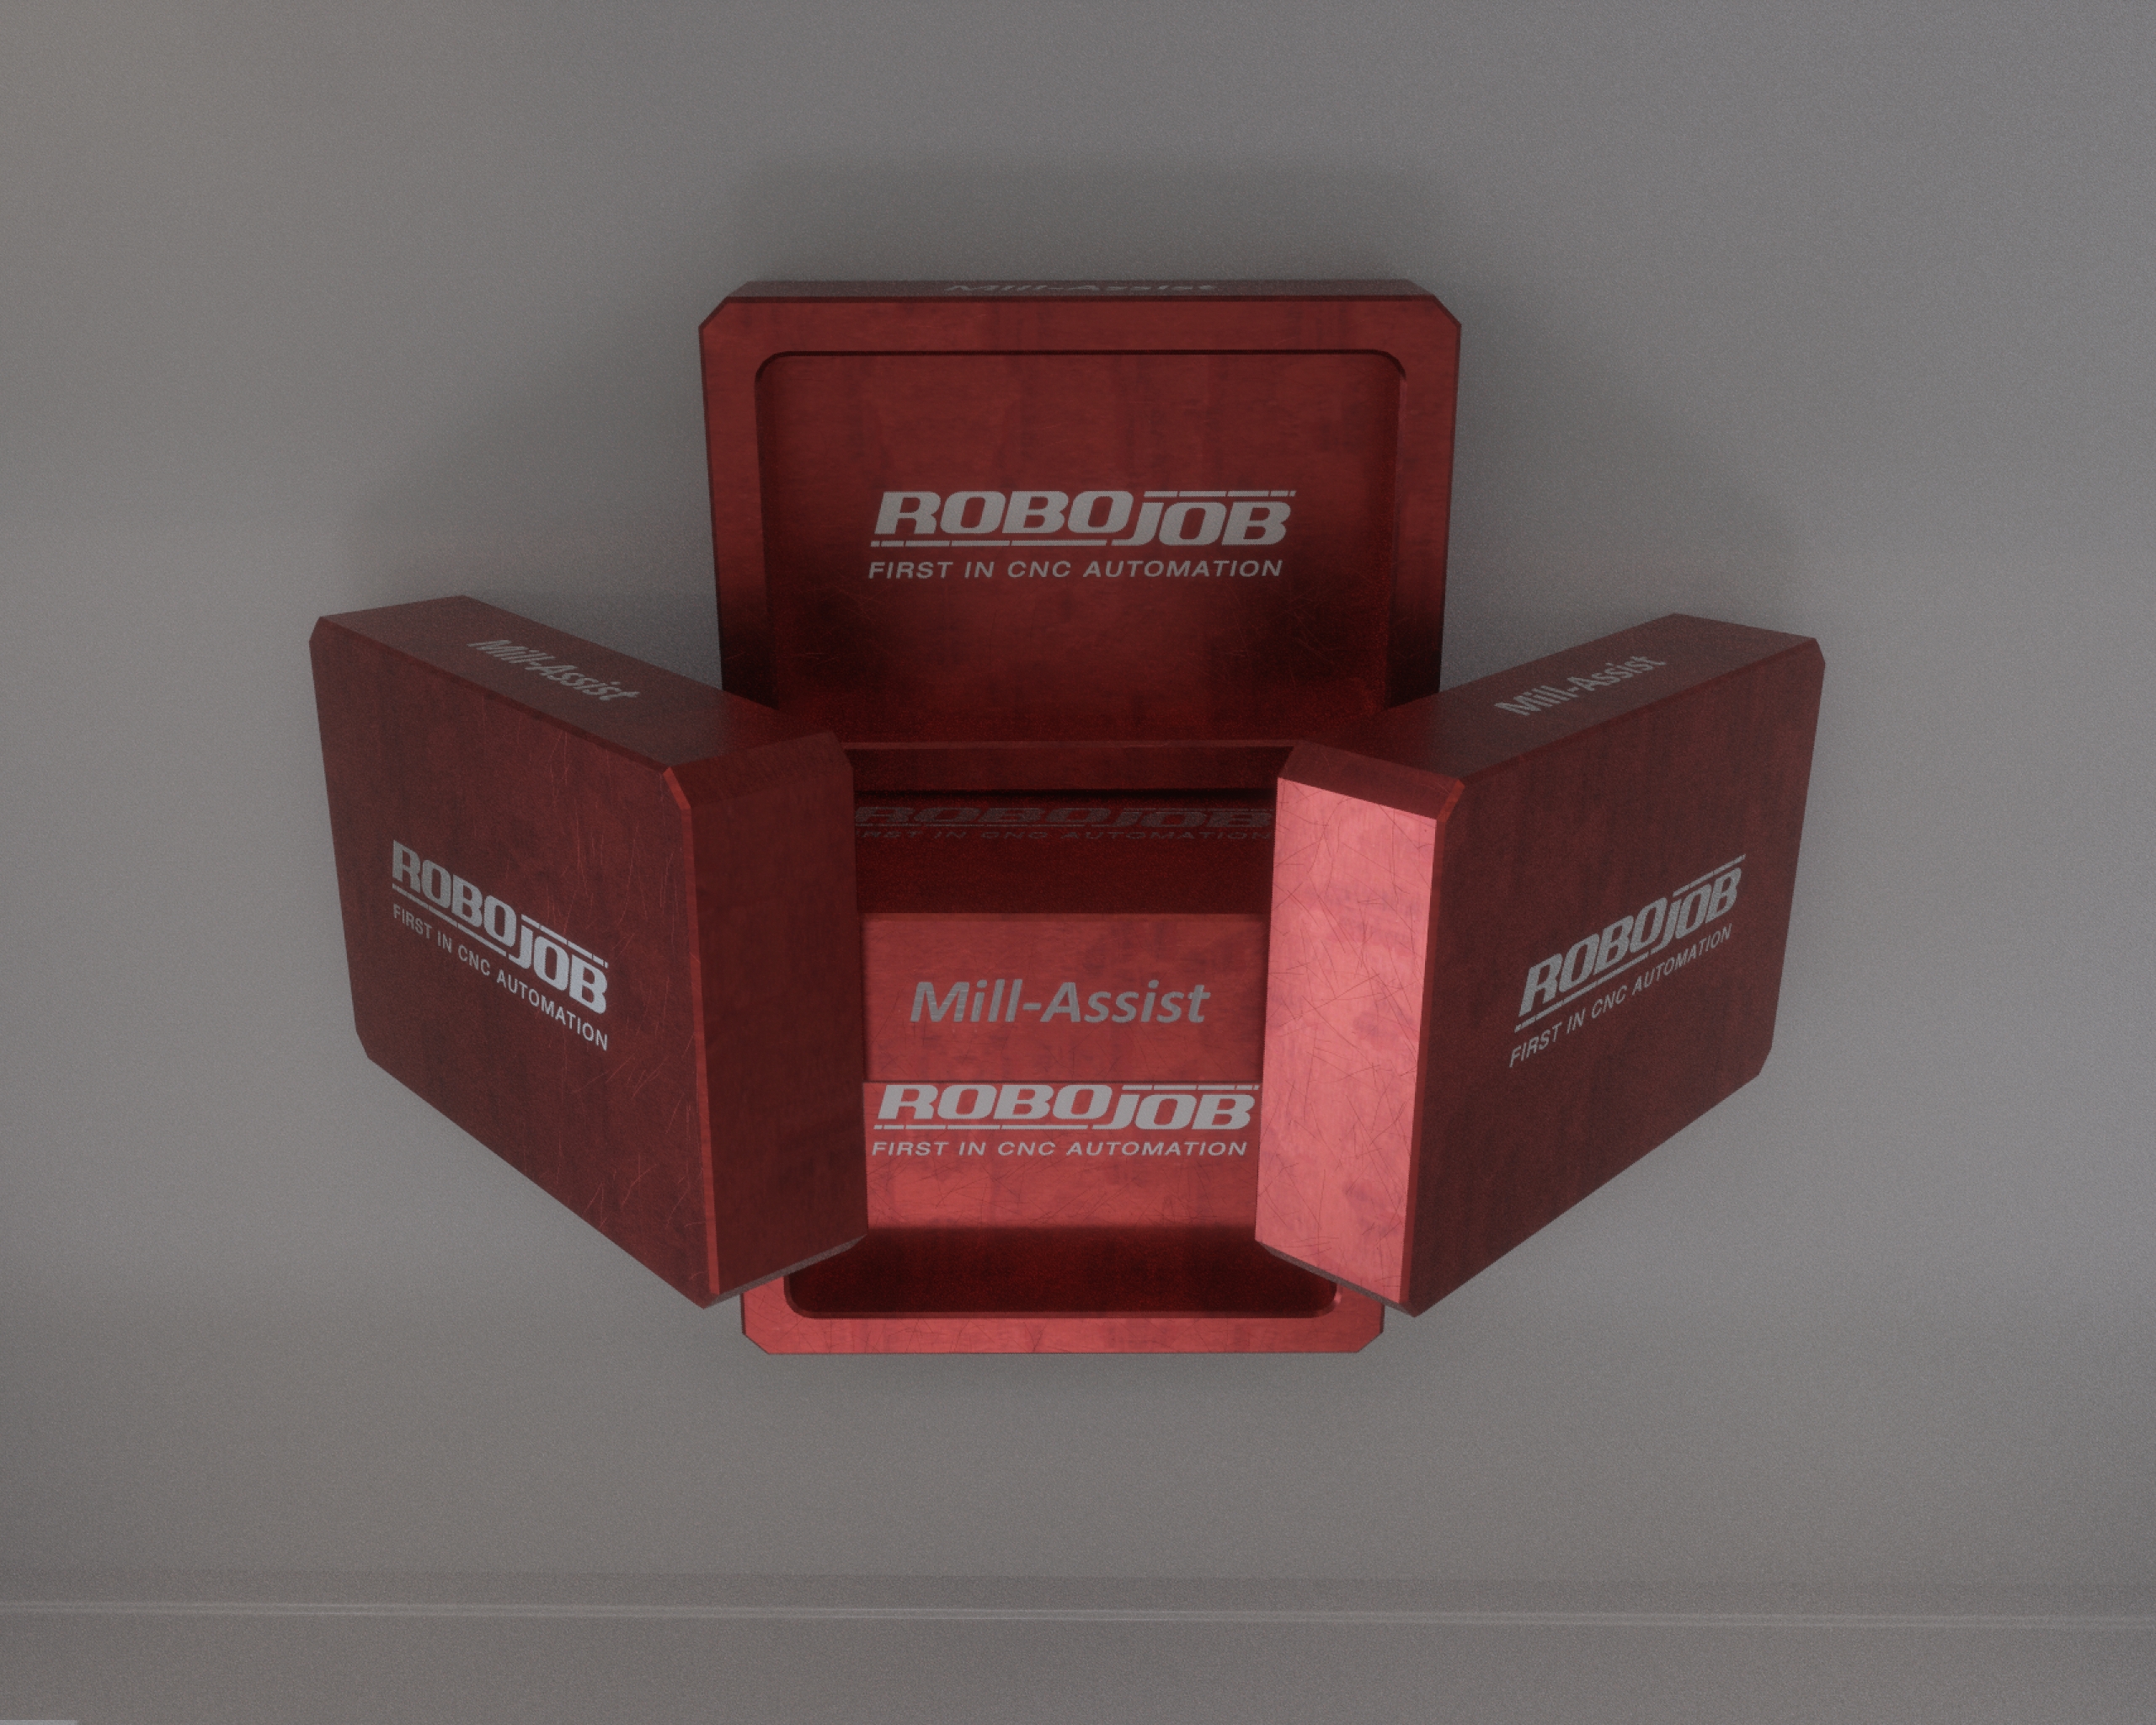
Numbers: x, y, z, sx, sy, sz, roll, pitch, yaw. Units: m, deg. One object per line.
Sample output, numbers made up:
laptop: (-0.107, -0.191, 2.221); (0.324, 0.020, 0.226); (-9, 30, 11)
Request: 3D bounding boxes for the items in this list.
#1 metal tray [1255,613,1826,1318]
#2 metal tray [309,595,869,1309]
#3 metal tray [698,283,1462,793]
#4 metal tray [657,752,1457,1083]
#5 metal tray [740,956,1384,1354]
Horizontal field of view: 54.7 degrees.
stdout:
metal tray: (0.084, 0.012, 0.365); (0.030, 0.131, 0.089); (18, 116, 39)
metal tray: (-0.088, 0.010, 0.363); (0.030, 0.130, 0.089); (-17, 116, -39)
metal tray: (0.001, -0.060, 0.384); (0.131, 0.030, 0.089); (0, 111, -1)
metal tray: (-0.004, 0.007, 0.377); (0.131, 0.090, 0.030); (0, 110, -1)
metal tray: (-0.003, 0.054, 0.425); (0.131, 0.030, 0.089); (0, 110, -1)
